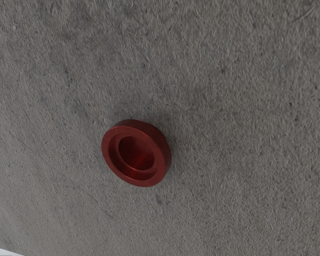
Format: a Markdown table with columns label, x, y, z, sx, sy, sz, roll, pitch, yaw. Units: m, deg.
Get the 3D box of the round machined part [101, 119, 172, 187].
| label | x | y | z | sx | sy | sz | roll | pitch | yaw |
| --- | --- | --- | --- | --- | --- | --- | --- | --- | --- |
| round machined part | -0.028 | 0.030 | 0.430 | 0.098 | 0.042 | 0.097 | 13 | 124 | 21 |
